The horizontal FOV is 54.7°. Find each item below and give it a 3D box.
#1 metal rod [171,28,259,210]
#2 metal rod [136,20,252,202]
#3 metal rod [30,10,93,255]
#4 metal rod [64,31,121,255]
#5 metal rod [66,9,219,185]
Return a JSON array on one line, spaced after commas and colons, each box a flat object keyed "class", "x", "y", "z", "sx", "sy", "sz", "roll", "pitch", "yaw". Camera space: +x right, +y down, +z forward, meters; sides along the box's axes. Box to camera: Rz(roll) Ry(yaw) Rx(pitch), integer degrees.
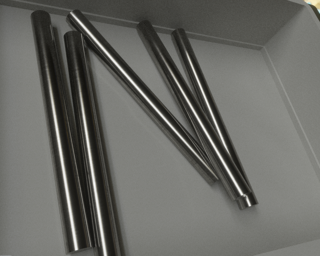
[{"class": "metal rod", "x": 0.074, "y": -0.027, "z": 0.464, "sx": 0.025, "sy": 0.025, "sz": 0.299, "roll": -5, "pitch": 64, "yaw": -31}, {"class": "metal rod", "x": 0.036, "y": -0.040, "z": 0.430, "sx": 0.025, "sy": 0.025, "sz": 0.299, "roll": -10, "pitch": 61, "yaw": -33}, {"class": "metal rod", "x": -0.117, "y": -0.015, "z": 0.352, "sx": 0.025, "sy": 0.025, "sz": 0.299, "roll": -3, "pitch": 63, "yaw": -30}, {"class": "metal rod", "x": -0.082, "y": 0.009, "z": 0.356, "sx": 0.025, "sy": 0.025, "sz": 0.299, "roll": -1, "pitch": 62, "yaw": -29}, {"class": "metal rod", "x": -0.023, "y": -0.045, "z": 0.421, "sx": 0.300, "sy": 0.025, "sz": 0.025, "roll": 49, "pitch": 51, "yaw": 6}]
